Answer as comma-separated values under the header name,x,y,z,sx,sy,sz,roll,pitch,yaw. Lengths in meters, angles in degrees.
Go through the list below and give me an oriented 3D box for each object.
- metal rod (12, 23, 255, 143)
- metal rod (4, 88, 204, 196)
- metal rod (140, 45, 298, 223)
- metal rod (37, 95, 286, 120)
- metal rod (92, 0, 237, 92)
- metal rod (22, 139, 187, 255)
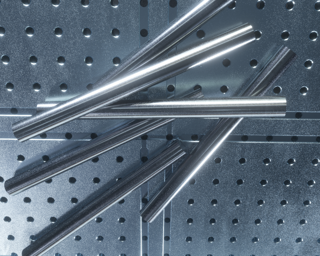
name,x,y,z,sx,sy,sz,roll,pitch,yaw
metal rod,-0.030,-0.054,0.370,0.301,0.025,0.025,-24,109,-1
metal rod,-0.078,0.022,0.420,0.301,0.025,0.025,-25,108,8
metal rod,0.070,0.018,0.420,0.025,0.025,0.299,35,106,-12
metal rod,-0.005,-0.024,0.382,0.301,0.025,0.025,-1,110,9
metal rod,0.042,-0.130,0.365,0.300,0.025,0.025,-35,107,12
metal rod,-0.088,0.112,0.453,0.300,0.025,0.025,-36,106,12
